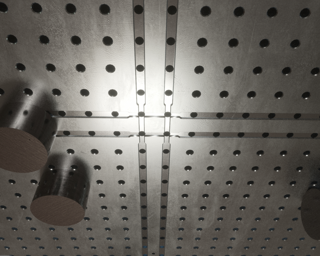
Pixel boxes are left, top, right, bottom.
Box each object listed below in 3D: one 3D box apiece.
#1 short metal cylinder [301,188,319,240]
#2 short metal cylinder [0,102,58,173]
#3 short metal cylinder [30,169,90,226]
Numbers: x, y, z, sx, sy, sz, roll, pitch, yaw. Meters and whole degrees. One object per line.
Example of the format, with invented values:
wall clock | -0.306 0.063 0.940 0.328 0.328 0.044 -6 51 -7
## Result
short metal cylinder | 0.273 0.140 0.499 0.050 0.080 0.079 5 130 -5
short metal cylinder | -0.181 0.013 0.404 0.081 0.050 0.079 0 130 0
short metal cylinder | -0.155 0.110 0.487 0.081 0.050 0.079 0 131 0
